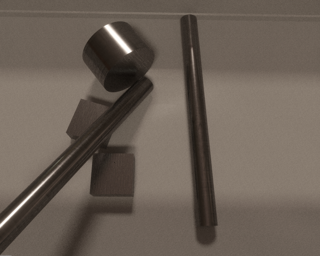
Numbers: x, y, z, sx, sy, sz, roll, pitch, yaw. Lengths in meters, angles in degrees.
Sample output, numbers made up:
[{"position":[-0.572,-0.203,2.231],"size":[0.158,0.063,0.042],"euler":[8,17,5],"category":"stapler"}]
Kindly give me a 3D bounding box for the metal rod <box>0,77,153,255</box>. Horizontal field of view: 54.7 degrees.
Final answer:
[{"position":[-0.090,0.030,0.335],"size":[0.025,0.025,0.301],"euler":[29,49,10],"category":"metal rod"}]

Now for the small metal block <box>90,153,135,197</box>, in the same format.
[{"position":[-0.058,0.059,0.387],"size":[0.050,0.025,0.050],"euler":[0,70,0],"category":"small metal block"}]

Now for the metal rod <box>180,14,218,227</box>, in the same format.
[{"position":[0.050,-0.024,0.418],"size":[0.025,0.025,0.299],"euler":[-2,70,-1],"category":"metal rod"}]

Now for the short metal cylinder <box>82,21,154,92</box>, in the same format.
[{"position":[-0.055,-0.094,0.414],"size":[0.080,0.080,0.050],"euler":[-35,74,-12],"category":"short metal cylinder"}]

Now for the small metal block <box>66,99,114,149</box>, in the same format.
[{"position":[-0.088,-0.005,0.411],"size":[0.050,0.025,0.050],"euler":[16,71,5],"category":"small metal block"}]
